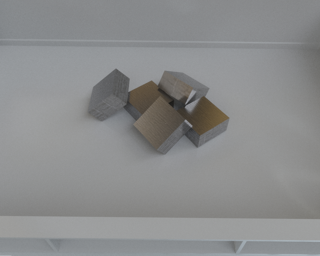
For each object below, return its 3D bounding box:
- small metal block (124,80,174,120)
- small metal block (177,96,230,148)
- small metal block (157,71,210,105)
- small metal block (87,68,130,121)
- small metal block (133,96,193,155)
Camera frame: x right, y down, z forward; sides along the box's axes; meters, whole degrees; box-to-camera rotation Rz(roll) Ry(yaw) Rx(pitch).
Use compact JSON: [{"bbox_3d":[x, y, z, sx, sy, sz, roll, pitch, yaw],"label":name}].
[{"bbox_3d":[-0.016,-0.034,0.431,0.050,0.025,0.050,-31,57,-24],"label":"small metal block"},{"bbox_3d":[0.055,-0.009,0.411,0.050,0.025,0.050,-29,56,-23],"label":"small metal block"},{"bbox_3d":[0.034,-0.057,0.436,0.050,0.025,0.050,36,24,25],"label":"small metal block"},{"bbox_3d":[-0.069,-0.045,0.422,0.050,0.025,0.050,-31,40,32],"label":"small metal block"},{"bbox_3d":[0.003,-0.004,0.391,0.050,0.025,0.050,-47,59,4],"label":"small metal block"}]
